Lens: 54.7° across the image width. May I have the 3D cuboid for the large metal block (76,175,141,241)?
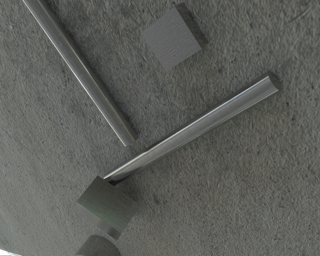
[{"bbox_3d":[-0.084,0.130,0.496,0.080,0.050,0.080,33,151,6],"label":"large metal block"}]

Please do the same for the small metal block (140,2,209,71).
[{"bbox_3d":[0.016,-0.098,0.337,0.050,0.025,0.050,-26,104,37],"label":"small metal block"}]

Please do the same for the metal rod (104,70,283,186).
[{"bbox_3d":[0.019,0.017,0.406,0.299,0.025,0.025,-34,100,38],"label":"metal rod"}]

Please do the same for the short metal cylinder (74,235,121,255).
[{"bbox_3d":[-0.126,0.261,0.616,0.080,0.050,0.079,13,124,20],"label":"short metal cylinder"}]

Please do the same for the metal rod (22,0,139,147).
[{"bbox_3d":[-0.120,-0.103,0.404,0.025,0.025,0.299,-24,106,36],"label":"metal rod"}]
